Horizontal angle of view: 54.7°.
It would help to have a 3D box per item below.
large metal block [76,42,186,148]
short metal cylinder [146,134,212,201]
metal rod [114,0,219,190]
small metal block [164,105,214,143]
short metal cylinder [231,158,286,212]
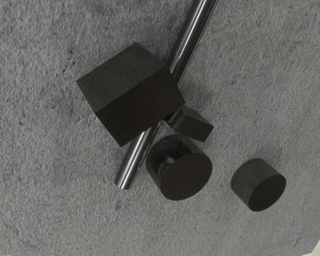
[{"bbox_3d":[-0.033,-0.039,0.329,0.080,0.080,0.050,-35,129,-5],"label":"large metal block"},{"bbox_3d":[0.026,0.055,0.440,0.081,0.050,0.079,-14,124,-21],"label":"short metal cylinder"},{"bbox_3d":[0.009,-0.051,0.380,0.025,0.025,0.298,12,112,-34],"label":"metal rod"},{"bbox_3d":[0.034,-0.010,0.403,0.050,0.050,0.025,20,108,-36],"label":"small metal block"},{"bbox_3d":[0.173,0.100,0.548,0.081,0.050,0.079,-14,124,-21],"label":"short metal cylinder"}]
